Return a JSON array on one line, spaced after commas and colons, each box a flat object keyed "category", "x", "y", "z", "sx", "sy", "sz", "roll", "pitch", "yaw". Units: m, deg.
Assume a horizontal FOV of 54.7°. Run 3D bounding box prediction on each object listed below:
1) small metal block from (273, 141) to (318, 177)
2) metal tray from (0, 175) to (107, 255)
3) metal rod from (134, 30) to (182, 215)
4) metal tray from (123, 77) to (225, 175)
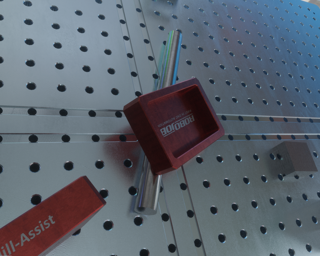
[{"category": "small metal block", "x": 0.215, "y": 0.050, "z": 0.493, "sx": 0.050, "sy": 0.025, "sz": 0.050, "roll": 5, "pitch": 60, "yaw": -26}, {"category": "metal tray", "x": -0.113, "y": 0.097, "z": 0.246, "sx": 0.131, "sy": 0.090, "sz": 0.030, "roll": -33, "pitch": 81, "yaw": -38}, {"category": "metal rod", "x": 0.004, "y": -0.030, "z": 0.428, "sx": 0.025, "sy": 0.025, "sz": 0.300, "roll": 21, "pitch": 54, "yaw": -16}, {"category": "metal tray", "x": 0.024, "y": -0.008, "z": 0.393, "sx": 0.131, "sy": 0.030, "sz": 0.090, "roll": -27, "pitch": 89, "yaw": -49}]
